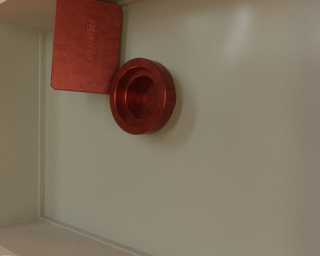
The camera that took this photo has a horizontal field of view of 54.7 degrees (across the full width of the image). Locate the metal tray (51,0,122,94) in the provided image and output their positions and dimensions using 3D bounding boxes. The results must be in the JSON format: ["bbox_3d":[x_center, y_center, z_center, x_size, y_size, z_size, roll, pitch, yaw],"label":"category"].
[{"bbox_3d":[-0.106,-0.116,0.448,0.030,0.091,0.129,-164,78,-70],"label":"metal tray"}]

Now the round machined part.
[{"bbox_3d":[-0.018,-0.040,0.408,0.098,0.042,0.097,0,90,39],"label":"round machined part"}]
